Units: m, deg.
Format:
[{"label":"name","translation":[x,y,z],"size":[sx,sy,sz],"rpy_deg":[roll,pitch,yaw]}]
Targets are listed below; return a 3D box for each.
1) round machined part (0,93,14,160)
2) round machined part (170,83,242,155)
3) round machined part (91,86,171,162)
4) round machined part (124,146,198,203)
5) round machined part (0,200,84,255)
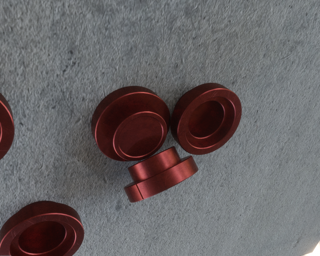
[{"label":"round machined part","translation":[-0.191,-0.006,0.288],"size":[0.099,0.042,0.097],"rpy_deg":[-14,124,-21]},{"label":"round machined part","translation":[0.057,-0.016,0.417],"size":[0.099,0.042,0.097],"rpy_deg":[-14,125,-22]},{"label":"round machined part","translation":[-0.030,0.001,0.380],"size":[0.099,0.042,0.097],"rpy_deg":[-14,124,-21]},{"label":"round machined part","translation":[-0.003,0.056,0.406],"size":[0.099,0.098,0.042],"rpy_deg":[-24,86,-13]},{"label":"round machined part","translation":[-0.151,0.132,0.395],"size":[0.099,0.042,0.097],"rpy_deg":[-14,124,-21]}]
